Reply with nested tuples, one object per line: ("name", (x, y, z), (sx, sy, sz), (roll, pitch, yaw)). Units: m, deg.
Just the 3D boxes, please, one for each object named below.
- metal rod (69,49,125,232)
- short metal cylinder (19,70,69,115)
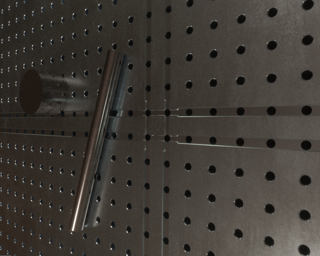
("metal rod", (-0.103, 0.027, 0.491), (0.025, 0.025, 0.298), (25, 105, 37))
("short metal cylinder", (-0.212, -0.063, 0.564), (0.080, 0.050, 0.079), (0, 90, 39))
